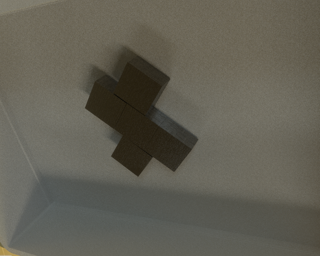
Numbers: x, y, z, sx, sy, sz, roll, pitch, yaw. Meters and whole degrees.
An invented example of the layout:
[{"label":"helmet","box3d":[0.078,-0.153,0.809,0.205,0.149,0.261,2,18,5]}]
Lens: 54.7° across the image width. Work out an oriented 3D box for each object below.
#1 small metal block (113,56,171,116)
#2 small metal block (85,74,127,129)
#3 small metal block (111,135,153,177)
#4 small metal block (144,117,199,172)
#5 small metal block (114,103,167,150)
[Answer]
[{"label":"small metal block","box3d":[-0.023,-0.052,0.386,0.050,0.025,0.050,36,128,4]},{"label":"small metal block","box3d":[-0.068,-0.035,0.420,0.050,0.025,0.050,36,129,4]},{"label":"small metal block","box3d":[-0.036,0.035,0.447,0.050,0.025,0.050,37,130,3]},{"label":"small metal block","box3d":[0.014,0.023,0.412,0.050,0.025,0.050,36,129,4]},{"label":"small metal block","box3d":[-0.027,-0.006,0.415,0.050,0.025,0.050,36,129,4]}]
